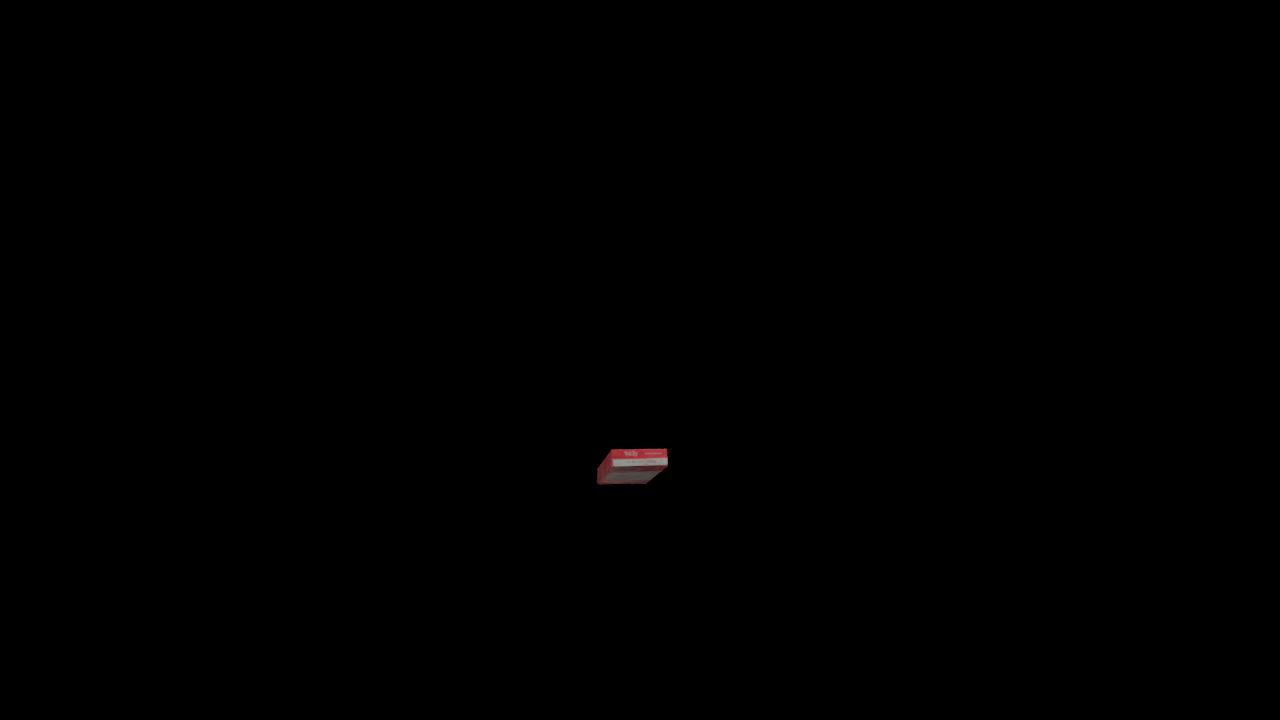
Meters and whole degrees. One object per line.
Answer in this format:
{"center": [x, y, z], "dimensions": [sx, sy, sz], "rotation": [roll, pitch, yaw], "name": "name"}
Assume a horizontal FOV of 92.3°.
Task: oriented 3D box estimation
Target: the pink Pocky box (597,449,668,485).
{"center": [-0.015, 0.165, 0.943], "dimensions": [0.084, 0.029, 0.155], "rotation": [1, -21, -11], "name": "pink Pocky box"}
